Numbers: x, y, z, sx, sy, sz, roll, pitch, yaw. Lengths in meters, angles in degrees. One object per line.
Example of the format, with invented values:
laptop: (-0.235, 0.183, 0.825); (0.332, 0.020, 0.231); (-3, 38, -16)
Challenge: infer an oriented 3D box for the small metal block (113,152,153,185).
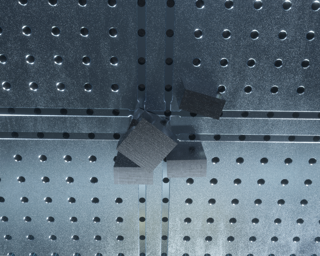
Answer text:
small metal block: (-0.034, 0.053, 0.419); (0.050, 0.050, 0.025); (1, 110, -1)

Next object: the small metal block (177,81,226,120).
small metal block: (0.050, -0.036, 0.388); (0.050, 0.050, 0.025); (15, 109, -6)

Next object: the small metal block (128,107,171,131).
small metal block: (-0.014, 0.000, 0.400); (0.050, 0.050, 0.025); (22, 109, -8)

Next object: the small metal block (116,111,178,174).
small metal block: (-0.015, 0.017, 0.366); (0.050, 0.025, 0.050); (38, 106, -13)

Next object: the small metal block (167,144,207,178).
small metal block: (0.034, 0.043, 0.417); (0.050, 0.050, 0.025); (-1, 110, 0)
